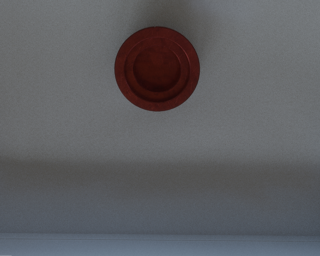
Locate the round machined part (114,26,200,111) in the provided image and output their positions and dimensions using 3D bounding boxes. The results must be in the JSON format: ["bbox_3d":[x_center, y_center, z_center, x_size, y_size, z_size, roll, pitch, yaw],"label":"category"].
[{"bbox_3d":[-0.003,-0.073,0.375,0.099,0.042,0.097,0,110,0],"label":"round machined part"}]
